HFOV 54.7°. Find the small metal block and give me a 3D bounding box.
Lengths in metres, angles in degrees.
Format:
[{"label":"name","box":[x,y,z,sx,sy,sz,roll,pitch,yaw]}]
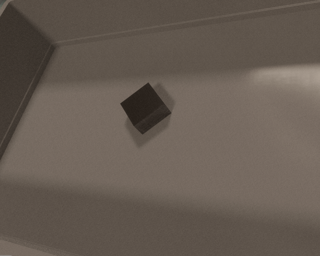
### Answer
[{"label":"small metal block","box":[-0.020,-0.028,0.432,0.050,0.025,0.050,-37,51,3]}]
